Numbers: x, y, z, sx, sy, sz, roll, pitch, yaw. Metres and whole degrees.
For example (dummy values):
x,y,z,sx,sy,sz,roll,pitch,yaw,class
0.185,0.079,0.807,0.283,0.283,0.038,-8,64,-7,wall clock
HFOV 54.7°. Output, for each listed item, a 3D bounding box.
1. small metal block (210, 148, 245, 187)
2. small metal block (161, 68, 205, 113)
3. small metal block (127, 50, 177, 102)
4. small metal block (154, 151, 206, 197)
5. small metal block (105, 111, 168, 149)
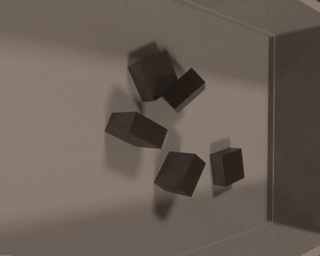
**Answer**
x,y,z,sx,sy,sz,roll,pitch,yaw,class
0.109,0.062,0.501,0.050,0.025,0.050,-13,99,-39,small metal block
0.032,-0.047,0.404,0.050,0.050,0.025,-42,83,4,small metal block
-0.007,-0.067,0.402,0.050,0.025,0.050,-36,112,-34,small metal block
0.026,0.060,0.415,0.025,0.050,0.050,42,64,-32,small metal block
-0.028,0.003,0.368,0.050,0.050,0.025,30,72,-37,small metal block
